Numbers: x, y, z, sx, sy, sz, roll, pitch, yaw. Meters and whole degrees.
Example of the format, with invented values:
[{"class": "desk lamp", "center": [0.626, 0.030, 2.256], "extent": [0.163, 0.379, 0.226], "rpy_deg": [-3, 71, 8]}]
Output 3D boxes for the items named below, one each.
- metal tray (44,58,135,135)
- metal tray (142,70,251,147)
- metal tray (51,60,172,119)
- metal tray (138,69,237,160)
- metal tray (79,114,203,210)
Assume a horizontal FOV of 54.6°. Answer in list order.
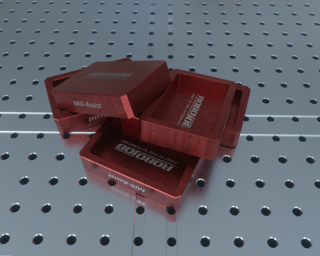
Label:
[{"class": "metal tray", "center": [-0.090, -0.050, 0.445], "extent": [0.131, 0.030, 0.090], "rpy_deg": [-18, 52, -14]}, {"class": "metal tray", "center": [0.051, -0.031, 0.430], "extent": [0.130, 0.030, 0.090], "rpy_deg": [14, 51, 13]}, {"class": "metal tray", "center": [-0.063, -0.053, 0.396], "extent": [0.130, 0.030, 0.090], "rpy_deg": [8, 39, 35]}, {"class": "metal tray", "center": [0.039, -0.024, 0.384], "extent": [0.090, 0.030, 0.130], "rpy_deg": [15, 40, 13]}, {"class": "metal tray", "center": [-0.018, 0.032, 0.378], "extent": [0.130, 0.030, 0.090], "rpy_deg": [21, 53, 16]}]
